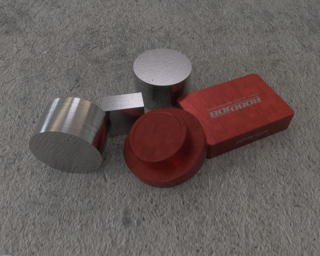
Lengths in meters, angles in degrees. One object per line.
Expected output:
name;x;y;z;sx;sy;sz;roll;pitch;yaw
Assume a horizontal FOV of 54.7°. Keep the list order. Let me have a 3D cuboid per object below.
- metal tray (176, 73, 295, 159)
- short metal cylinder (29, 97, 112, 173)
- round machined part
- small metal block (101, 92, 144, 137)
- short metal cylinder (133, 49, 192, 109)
metal tray;0.098;-0.020;0.418;0.131;0.030;0.090;-19;53;-16
short metal cylinder;-0.101;0.010;0.358;0.080;0.080;0.050;5;50;4
round machined part;0.003;0.016;0.360;0.098;0.042;0.098;-9;57;15
small metal block;-0.046;-0.016;0.401;0.050;0.050;0.025;-8;51;-7
short metal cylinder;0.004;-0.070;0.446;0.081;0.050;0.080;0;50;0
